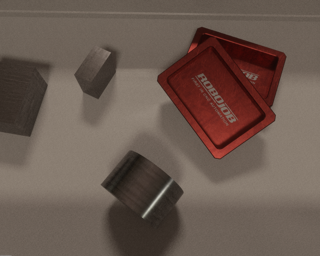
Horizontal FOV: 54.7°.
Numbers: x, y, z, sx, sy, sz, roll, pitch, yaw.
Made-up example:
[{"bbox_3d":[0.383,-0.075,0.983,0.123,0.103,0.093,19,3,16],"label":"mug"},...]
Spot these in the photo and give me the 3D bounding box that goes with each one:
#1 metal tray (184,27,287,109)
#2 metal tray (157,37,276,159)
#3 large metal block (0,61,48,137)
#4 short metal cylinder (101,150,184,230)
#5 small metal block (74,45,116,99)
[{"bbox_3d":[0.100,-0.082,0.437,0.131,0.030,0.090,20,71,6],"label":"metal tray"},{"bbox_3d":[0.070,-0.037,0.395,0.090,0.030,0.130,-36,85,5],"label":"metal tray"},{"bbox_3d":[-0.207,-0.040,0.408,0.080,0.050,0.080,10,70,3],"label":"large metal block"},{"bbox_3d":[-0.020,0.070,0.355,0.080,0.080,0.050,36,74,12],"label":"short metal cylinder"},{"bbox_3d":[-0.087,-0.075,0.423,0.025,0.050,0.050,26,72,9],"label":"small metal block"}]
